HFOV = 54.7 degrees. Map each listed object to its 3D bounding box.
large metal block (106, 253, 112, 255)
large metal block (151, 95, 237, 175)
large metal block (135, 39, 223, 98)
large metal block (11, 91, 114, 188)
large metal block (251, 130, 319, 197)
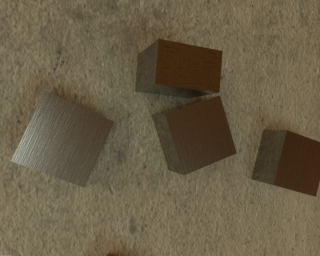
[{"bbox_3d":[-0.048,0.217,0.379,0.080,0.050,0.080,35,79,-17],"label":"large metal block"},{"bbox_3d":[0.045,0.008,0.414,0.081,0.050,0.080,-20,97,-19],"label":"large metal block"},{"bbox_3d":[0.020,-0.070,0.388,0.081,0.080,0.050,5,89,-20],"label":"large metal block"},{"bbox_3d":[-0.110,0.013,0.355,0.080,0.050,0.080,25,82,-19],"label":"large metal block"},{"bbox_3d":[0.196,0.052,0.470,0.081,0.050,0.080,17,84,-20],"label":"large metal block"}]
